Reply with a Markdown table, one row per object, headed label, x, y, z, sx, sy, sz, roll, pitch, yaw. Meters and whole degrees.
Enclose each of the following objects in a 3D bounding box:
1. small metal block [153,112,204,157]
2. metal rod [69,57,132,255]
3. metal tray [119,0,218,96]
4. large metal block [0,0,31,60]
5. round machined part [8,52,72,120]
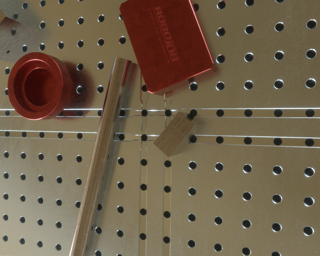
| label | x | y | z | sx | sy | sz | roll | pitch | yaw |
| --- | --- | --- | --- | --- | --- | --- | --- | --- | --- |
| small metal block | 0.024 | 0.008 | 0.390 | 0.025 | 0.050 | 0.050 | 41 | 103 | 15 |
| metal rod | -0.086 | 0.049 | 0.441 | 0.025 | 0.025 | 0.298 | 16 | 95 | 19 |
| metal tray | 0.010 | -0.118 | 0.406 | 0.090 | 0.030 | 0.129 | -21 | 83 | 18 |
| large metal block | -0.269 | -0.169 | 0.492 | 0.080 | 0.050 | 0.080 | -39 | 78 | 15 |
| round machined part | -0.173 | -0.060 | 0.463 | 0.098 | 0.042 | 0.097 | 0 | 90 | 19 |
